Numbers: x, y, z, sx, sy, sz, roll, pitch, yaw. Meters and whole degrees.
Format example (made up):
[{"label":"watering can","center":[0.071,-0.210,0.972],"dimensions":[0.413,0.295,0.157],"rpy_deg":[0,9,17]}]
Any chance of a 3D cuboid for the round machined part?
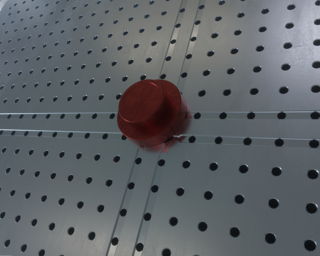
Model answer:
[{"label":"round machined part","center":[-0.017,-0.027,0.424],"dimensions":[0.098,0.042,0.098],"rpy_deg":[-13,56,21]}]
